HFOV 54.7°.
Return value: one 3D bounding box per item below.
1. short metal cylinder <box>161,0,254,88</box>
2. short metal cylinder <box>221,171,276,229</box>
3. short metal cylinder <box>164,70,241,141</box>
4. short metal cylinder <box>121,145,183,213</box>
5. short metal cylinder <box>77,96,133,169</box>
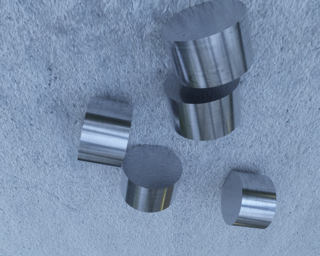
[{"bbox_3d":[0.047,-0.083,0.301,0.080,0.080,0.050,-14,129,11],"label":"short metal cylinder"},{"bbox_3d":[0.130,0.107,0.463,0.050,0.080,0.079,9,130,-8],"label":"short metal cylinder"},{"bbox_3d":[0.048,-0.031,0.345,0.080,0.080,0.050,-8,130,7],"label":"short metal cylinder"},{"bbox_3d":[-0.013,0.069,0.429,0.081,0.080,0.050,6,130,-5],"label":"short metal cylinder"},{"bbox_3d":[-0.066,0.006,0.375,0.050,0.080,0.079,11,129,-10],"label":"short metal cylinder"}]
